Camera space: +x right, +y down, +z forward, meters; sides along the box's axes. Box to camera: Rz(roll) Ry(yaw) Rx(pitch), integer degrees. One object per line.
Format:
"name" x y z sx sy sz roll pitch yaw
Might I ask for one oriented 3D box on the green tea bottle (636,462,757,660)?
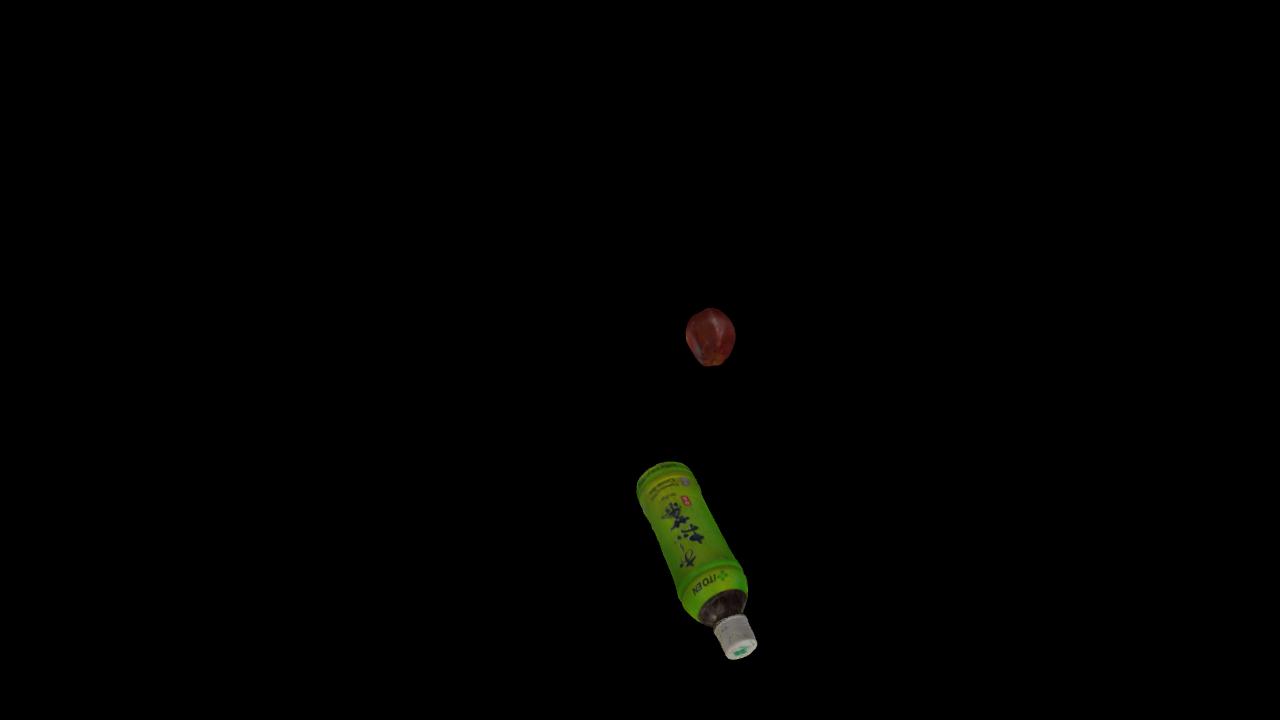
"green tea bottle" 0.059 0.195 0.619 0.073 0.073 0.212 0 32 -23

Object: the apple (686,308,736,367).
"apple" 0.112 -0.036 0.973 0.079 0.093 0.079 -5 -36 -4
